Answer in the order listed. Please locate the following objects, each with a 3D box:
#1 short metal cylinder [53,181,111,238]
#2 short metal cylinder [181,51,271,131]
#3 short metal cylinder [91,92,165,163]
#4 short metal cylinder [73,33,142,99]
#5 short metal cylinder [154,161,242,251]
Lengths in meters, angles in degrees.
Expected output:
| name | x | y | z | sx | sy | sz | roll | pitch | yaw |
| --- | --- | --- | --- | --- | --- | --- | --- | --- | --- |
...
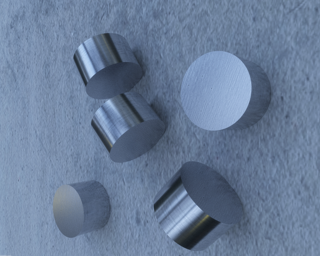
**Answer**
| name | x | y | z | sx | sy | sz | roll | pitch | yaw |
| --- | --- | --- | --- | --- | --- | --- | --- | --- | --- |
| short metal cylinder | -0.124 | 0.126 | 0.488 | 0.080 | 0.050 | 0.079 | 0 | 90 | 39 |
| short metal cylinder | 0.070 | -0.037 | 0.330 | 0.080 | 0.050 | 0.079 | 0 | 90 | 39 |
| short metal cylinder | -0.041 | 0.000 | 0.401 | 0.080 | 0.081 | 0.050 | -52 | 60 | 27 |
| short metal cylinder | -0.071 | -0.083 | 0.426 | 0.080 | 0.081 | 0.050 | -40 | 66 | 32 |
| short metal cylinder | 0.041 | 0.083 | 0.334 | 0.050 | 0.081 | 0.080 | -52 | 60 | 27 |
